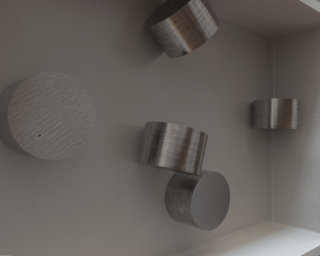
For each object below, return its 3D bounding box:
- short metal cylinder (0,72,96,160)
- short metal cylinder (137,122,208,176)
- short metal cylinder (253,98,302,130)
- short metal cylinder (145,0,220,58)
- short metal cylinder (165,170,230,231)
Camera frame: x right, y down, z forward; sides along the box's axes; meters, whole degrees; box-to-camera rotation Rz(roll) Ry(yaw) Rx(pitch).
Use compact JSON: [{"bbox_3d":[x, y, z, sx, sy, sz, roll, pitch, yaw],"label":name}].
[{"bbox_3d":[-0.111,-0.011,0.299,0.081,0.050,0.079,0,90,-40],"label":"short metal cylinder"},{"bbox_3d":[0.016,0.027,0.386,0.080,0.080,0.050,20,77,-39],"label":"short metal cylinder"},{"bbox_3d":[0.206,-0.023,0.547,0.081,0.080,0.050,3,89,-40],"label":"short metal cylinder"},{"bbox_3d":[0.029,-0.135,0.397,0.050,0.080,0.080,50,60,-29],"label":"short metal cylinder"},{"bbox_3d":[0.054,0.099,0.438,0.081,0.050,0.079,0,90,-40],"label":"short metal cylinder"}]
